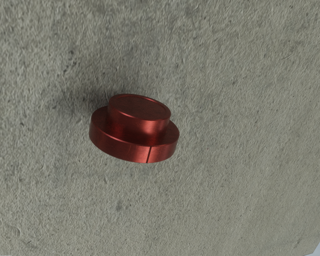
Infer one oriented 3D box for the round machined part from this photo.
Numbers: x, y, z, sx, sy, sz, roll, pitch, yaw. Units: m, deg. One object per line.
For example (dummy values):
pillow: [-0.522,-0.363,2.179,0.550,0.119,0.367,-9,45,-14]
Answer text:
round machined part: [-0.026,-0.006,0.341,0.099,0.098,0.042,1,118,-29]
